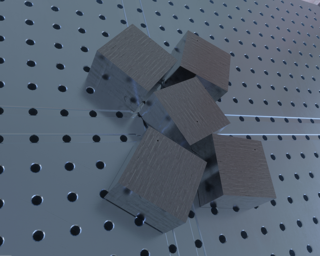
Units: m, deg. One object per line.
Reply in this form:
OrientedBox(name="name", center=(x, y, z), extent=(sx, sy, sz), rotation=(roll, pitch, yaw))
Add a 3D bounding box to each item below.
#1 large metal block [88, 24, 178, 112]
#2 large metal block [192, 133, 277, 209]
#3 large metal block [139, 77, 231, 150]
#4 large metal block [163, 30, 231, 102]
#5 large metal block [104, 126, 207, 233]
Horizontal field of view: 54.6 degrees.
OrientedBox(name="large metal block", center=(-0.036, -0.082, 0.422), extent=(0.080, 0.050, 0.080), rotation=(39, 51, -1))
OrientedBox(name="large metal block", center=(0.094, 0.059, 0.406), extent=(0.081, 0.050, 0.080), rotation=(9, 58, -24))
OrientedBox(name="large metal block", center=(0.033, -0.014, 0.417), extent=(0.081, 0.050, 0.080), rotation=(-25, 75, -37))
OrientedBox(name="large metal block", center=(0.059, -0.089, 0.476), extent=(0.080, 0.050, 0.080), rotation=(25, 53, -16))
OrientedBox(name="large metal block", center=(-0.003, 0.059, 0.352), extent=(0.080, 0.050, 0.080), rotation=(33, 51, -7))
